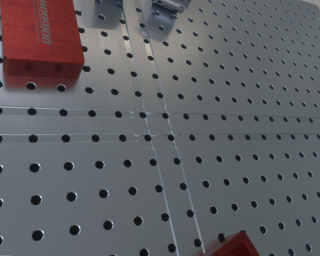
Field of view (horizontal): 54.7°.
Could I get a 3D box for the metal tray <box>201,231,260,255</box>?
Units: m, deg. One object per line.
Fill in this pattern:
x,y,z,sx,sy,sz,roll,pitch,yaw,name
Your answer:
0.066,0.182,0.328,0.131,0.030,0.090,-20,73,-36,metal tray

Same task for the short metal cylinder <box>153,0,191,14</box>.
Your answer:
0.027,-0.248,0.539,0.050,0.080,0.080,16,55,-19,short metal cylinder

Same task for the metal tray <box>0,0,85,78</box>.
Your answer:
-0.155,-0.128,0.400,0.091,0.030,0.130,-2,63,-29,metal tray
